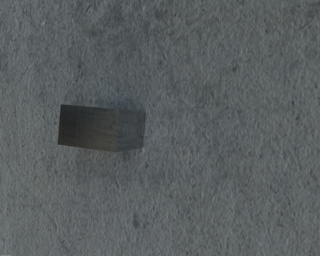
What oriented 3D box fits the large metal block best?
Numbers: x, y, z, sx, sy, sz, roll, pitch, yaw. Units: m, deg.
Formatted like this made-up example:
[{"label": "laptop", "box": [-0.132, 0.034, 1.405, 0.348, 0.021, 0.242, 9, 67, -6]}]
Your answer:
[{"label": "large metal block", "box": [-0.073, -0.001, 0.406, 0.080, 0.080, 0.050, 6, 92, 20]}]
